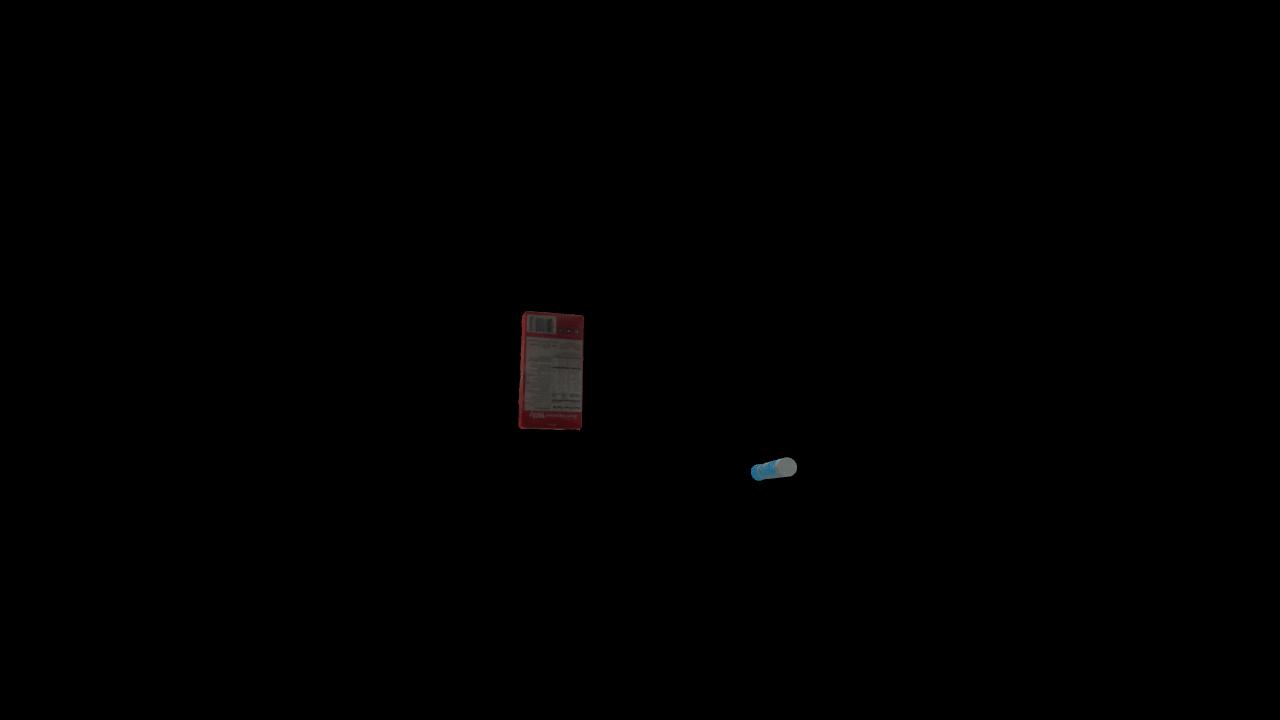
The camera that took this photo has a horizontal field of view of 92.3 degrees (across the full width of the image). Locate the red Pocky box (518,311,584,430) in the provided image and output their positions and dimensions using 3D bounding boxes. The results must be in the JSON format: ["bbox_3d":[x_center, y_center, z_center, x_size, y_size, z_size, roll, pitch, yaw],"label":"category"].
[{"bbox_3d":[-0.118,0.015,0.817,0.083,0.155,0.028,4,-9,-21],"label":"red Pocky box"}]

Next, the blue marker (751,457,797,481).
[{"bbox_3d":[0.140,0.117,0.656,0.020,0.020,0.121,0,-13,-4],"label":"blue marker"}]
